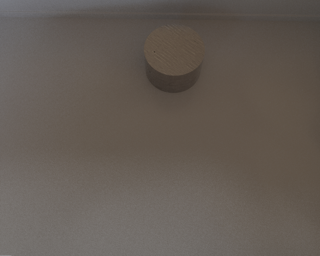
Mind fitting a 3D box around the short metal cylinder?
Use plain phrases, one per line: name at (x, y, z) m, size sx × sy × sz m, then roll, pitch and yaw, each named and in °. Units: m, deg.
short metal cylinder at (0.019, -0.096, 0.432) m, size 0.080 × 0.050 × 0.080 m, roll 0°, pitch 70°, yaw 0°
